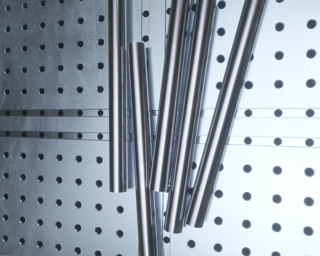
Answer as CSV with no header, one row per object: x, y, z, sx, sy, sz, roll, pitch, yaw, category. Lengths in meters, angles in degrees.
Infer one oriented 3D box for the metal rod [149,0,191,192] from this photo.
0.016,-0.068,0.401,0.025,0.025,0.298,7,90,19,metal rod

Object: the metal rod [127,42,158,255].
-0.023,0.035,0.419,0.025,0.025,0.298,-4,89,19,metal rod

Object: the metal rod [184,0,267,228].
0.080,-0.022,0.383,0.025,0.025,0.298,16,95,19,metal rod

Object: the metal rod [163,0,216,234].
0.038,-0.014,0.398,0.025,0.025,0.298,9,93,19,metal rod

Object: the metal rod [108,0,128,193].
-0.059,-0.061,0.432,0.025,0.025,0.298,-1,90,19,metal rod
